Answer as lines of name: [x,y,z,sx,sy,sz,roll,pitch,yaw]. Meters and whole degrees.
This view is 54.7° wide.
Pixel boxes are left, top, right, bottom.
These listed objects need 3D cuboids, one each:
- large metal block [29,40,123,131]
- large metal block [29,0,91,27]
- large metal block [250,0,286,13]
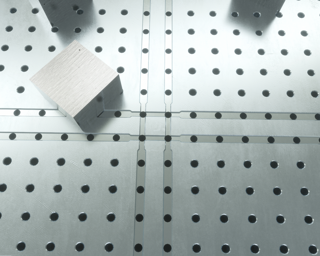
large metal block: [-0.110,-0.057,0.418,0.080,0.050,0.080,39,74,12]
large metal block: [-0.155,-0.213,0.458,0.080,0.080,0.050,-41,76,-14]
large metal block: [0.167,-0.236,0.471,0.080,0.080,0.050,28,72,9]
